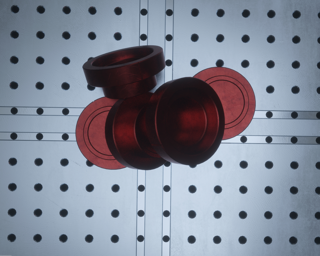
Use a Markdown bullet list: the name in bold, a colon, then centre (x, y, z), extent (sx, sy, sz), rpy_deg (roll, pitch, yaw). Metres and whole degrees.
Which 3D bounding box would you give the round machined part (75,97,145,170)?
- **round machined part**: centre (-0.061, 0.006, 0.404), extent (0.099, 0.042, 0.097), rpy_deg (0, 90, -1)

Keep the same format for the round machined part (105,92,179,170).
- **round machined part**: centre (-0.014, 0.003, 0.381), extent (0.099, 0.042, 0.097), rpy_deg (3, 85, -37)

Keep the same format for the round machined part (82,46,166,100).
- **round machined part**: centre (-0.041, -0.068, 0.381), extent (0.099, 0.098, 0.042), rpy_deg (-12, 116, -1)

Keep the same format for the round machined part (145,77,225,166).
- **round machined part**: centre (0.025, -0.007, 0.357), extent (0.099, 0.042, 0.097), rpy_deg (1, 88, -33)

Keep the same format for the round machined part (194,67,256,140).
- **round machined part**: centre (0.077, -0.032, 0.406), extent (0.099, 0.042, 0.097), rpy_deg (0, 90, -1)
